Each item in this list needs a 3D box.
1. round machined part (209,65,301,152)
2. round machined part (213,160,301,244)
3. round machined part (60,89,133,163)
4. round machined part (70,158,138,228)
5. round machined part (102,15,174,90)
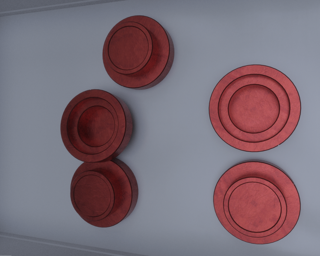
[{"bbox_3d":[0.110,-0.022,0.363,0.098,0.042,0.097,0,90,19],"label":"round machined part"},{"bbox_3d":[0.111,0.088,0.362,0.098,0.042,0.097,0,90,19],"label":"round machined part"},{"bbox_3d":[-0.083,-0.002,0.426,0.098,0.042,0.097,-2,84,18],"label":"round machined part"},{"bbox_3d":[-0.084,0.090,0.430,0.098,0.042,0.097,0,90,19],"label":"round machined part"},{"bbox_3d":[-0.034,-0.102,0.413,0.098,0.042,0.097,0,90,19],"label":"round machined part"}]
